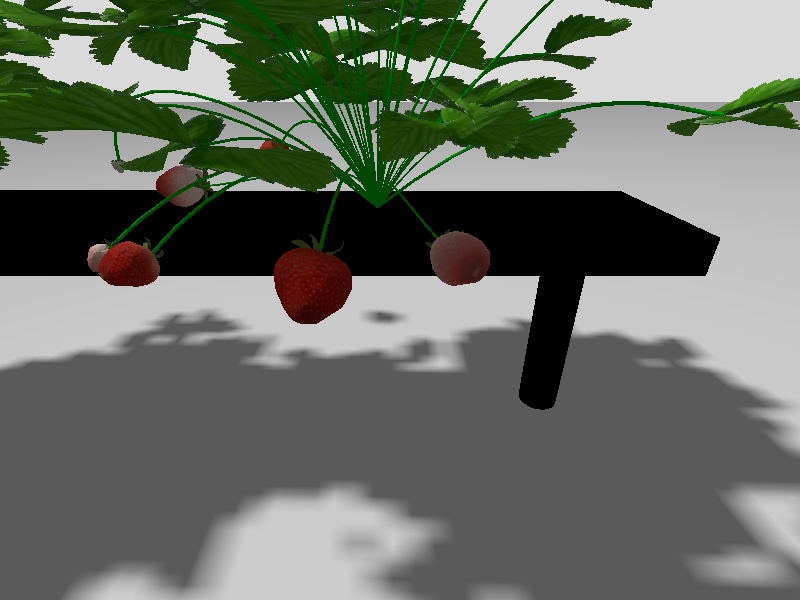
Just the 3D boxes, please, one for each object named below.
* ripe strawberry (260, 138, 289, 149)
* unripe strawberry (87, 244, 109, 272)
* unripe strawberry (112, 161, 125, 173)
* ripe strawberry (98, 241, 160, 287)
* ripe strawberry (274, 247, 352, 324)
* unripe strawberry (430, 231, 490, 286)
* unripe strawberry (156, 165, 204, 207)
[{"bbox_3d":[-0.169,-0.198,0.534,0.039,0.033,0.039,-18,28,-30],"label":"ripe strawberry"},{"bbox_3d":[-0.170,-0.023,0.228,0.015,0.016,0.016,27,-15,41],"label":"unripe strawberry"},{"bbox_3d":[-0.264,-0.126,0.377,0.011,0.011,0.010,5,28,9],"label":"unripe strawberry"},{"bbox_3d":[-0.139,-0.017,0.204,0.027,0.024,0.024,19,40,32],"label":"ripe strawberry"},{"bbox_3d":[-0.039,-0.006,0.177,0.034,0.034,0.030,3,-33,5],"label":"ripe strawberry"},{"bbox_3d":[0.032,-0.020,0.206,0.032,0.027,0.032,-9,30,-16],"label":"unripe strawberry"},{"bbox_3d":[-0.190,-0.099,0.348,0.039,0.033,0.039,0,28,2],"label":"unripe strawberry"}]
